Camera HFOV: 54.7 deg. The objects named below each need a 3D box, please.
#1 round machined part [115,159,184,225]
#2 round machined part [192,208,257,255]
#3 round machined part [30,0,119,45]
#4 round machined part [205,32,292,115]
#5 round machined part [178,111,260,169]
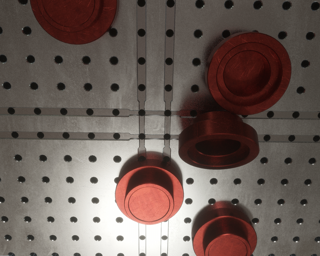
[{"bbox_3d":[-0.015,0.097,0.440,0.099,0.042,0.097,0,110,-1],"label":"round machined part"},{"bbox_3d":[0.099,0.175,0.471,0.099,0.042,0.097,0,110,-1],"label":"round machined part"},{"bbox_3d":[-0.098,-0.144,0.350,0.099,0.042,0.097,0,110,-1],"label":"round machined part"},{"bbox_3d":[0.104,-0.068,0.381,0.099,0.042,0.097,0,110,-1],"label":"round machined part"},{"bbox_3d":[0.073,0.014,0.394,0.099,0.042,0.098,2,149,2],"label":"round machined part"}]
